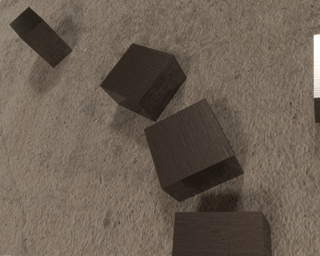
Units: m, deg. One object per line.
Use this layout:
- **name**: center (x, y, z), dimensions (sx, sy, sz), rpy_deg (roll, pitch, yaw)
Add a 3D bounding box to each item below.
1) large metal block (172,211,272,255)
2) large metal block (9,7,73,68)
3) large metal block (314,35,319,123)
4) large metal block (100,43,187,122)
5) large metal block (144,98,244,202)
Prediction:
- **large metal block**: center (0.057, 0.123, 0.282), dimensions (0.080, 0.050, 0.080), rpy_deg (-7, 59, 24)
- **large metal block**: center (-0.226, -0.172, 0.590), dimensions (0.050, 0.080, 0.080), rpy_deg (-45, 51, -3)
- **large metal block**: center (0.202, -0.053, 0.314), dimensions (0.080, 0.050, 0.080), rpy_deg (-1, 61, 27)
- **large metal block**: center (-0.023, -0.066, 0.439), dimensions (0.080, 0.050, 0.080), rpy_deg (26, 76, 36)
- **large metal block**: center (0.037, 0.026, 0.352), dimensions (0.080, 0.050, 0.080), rpy_deg (-27, 53, 11)
